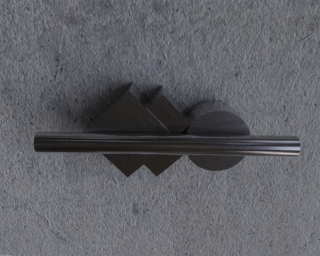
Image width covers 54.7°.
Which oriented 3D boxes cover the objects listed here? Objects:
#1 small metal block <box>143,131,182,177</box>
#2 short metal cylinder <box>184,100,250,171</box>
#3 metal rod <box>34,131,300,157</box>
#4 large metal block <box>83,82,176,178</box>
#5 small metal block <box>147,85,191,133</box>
[{"bbox_3d":[0.006,0.029,0.409,0.050,0.050,0.025,-40,106,13],"label":"small metal block"},{"bbox_3d":[0.070,0.008,0.401,0.081,0.050,0.079,0,110,0],"label":"short metal cylinder"},{"bbox_3d":[0.009,0.019,0.363,0.302,0.025,0.025,1,110,-1],"label":"metal rod"},{"bbox_3d":[-0.038,0.002,0.396,0.080,0.050,0.080,-40,106,13],"label":"large metal block"},{"bbox_3d":[0.011,-0.022,0.390,0.025,0.050,0.050,-41,106,13],"label":"small metal block"}]
